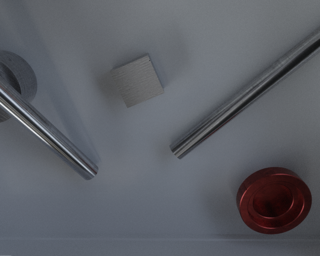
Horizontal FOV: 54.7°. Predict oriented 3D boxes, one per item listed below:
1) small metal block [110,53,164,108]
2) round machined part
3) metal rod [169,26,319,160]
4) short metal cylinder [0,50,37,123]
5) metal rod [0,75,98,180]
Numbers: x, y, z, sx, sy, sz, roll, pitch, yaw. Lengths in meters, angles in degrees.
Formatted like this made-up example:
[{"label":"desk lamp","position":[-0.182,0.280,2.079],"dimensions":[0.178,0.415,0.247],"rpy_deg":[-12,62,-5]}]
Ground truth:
[{"label":"small metal block","position":[-0.028,-0.060,0.389],"dimensions":[0.050,0.025,0.050],"rpy_deg":[-22,109,7]},{"label":"round machined part","position":[0.157,0.098,0.441],"dimensions":[0.099,0.042,0.097],"rpy_deg":[0,110,-1]},{"label":"metal rod","position":[0.134,-0.059,0.391],"dimensions":[0.300,0.025,0.025],"rpy_deg":[-39,106,13]},{"label":"short metal cylinder","position":[-0.199,-0.051,0.376],"dimensions":[0.081,0.050,0.079],"rpy_deg":[0,110,-1]},{"label":"metal rod","position":[-0.165,-0.030,0.339],"dimensions":[0.025,0.025,0.300],"rpy_deg":[-28,131,9]}]
